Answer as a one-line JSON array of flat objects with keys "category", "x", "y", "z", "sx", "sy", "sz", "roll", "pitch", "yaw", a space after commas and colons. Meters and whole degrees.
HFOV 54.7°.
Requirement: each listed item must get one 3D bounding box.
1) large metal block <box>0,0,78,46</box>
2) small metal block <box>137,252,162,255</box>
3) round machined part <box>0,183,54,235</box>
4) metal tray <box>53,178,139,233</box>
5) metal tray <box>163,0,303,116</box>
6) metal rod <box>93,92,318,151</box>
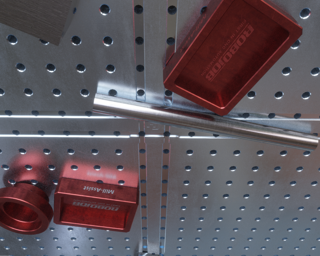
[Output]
[{"category": "large metal block", "x": -0.115, "y": -0.134, "z": 0.279, "sx": 0.080, "sy": 0.050, "sz": 0.079, "roll": 20, "pitch": 127, "yaw": -17}, {"category": "small metal block", "x": -0.028, "y": 0.291, "z": 0.660, "sx": 0.050, "sy": 0.025, "sz": 0.050, "roll": 13, "pitch": 129, "yaw": -11}, {"category": "round machined part", "x": -0.220, "y": 0.127, "z": 0.500, "sx": 0.099, "sy": 0.042, "sz": 0.097, "roll": 4, "pitch": 129, "yaw": 5}, {"category": "metal tray", "x": -0.107, "y": 0.131, "z": 0.518, "sx": 0.131, "sy": 0.030, "sz": 0.089, "roll": 10, "pitch": 130, "yaw": -9}, {"category": "metal tray", "x": 0.073, "y": -0.081, "z": 0.340, "sx": 0.090, "sy": 0.030, "sz": 0.129, "roll": 24, "pitch": 126, "yaw": -20}, {"category": "metal rod", "x": 0.066, "y": -0.006, "z": 0.407, "sx": 0.302, "sy": 0.025, "sz": 0.025, "roll": 10, "pitch": 129, "yaw": -9}]
